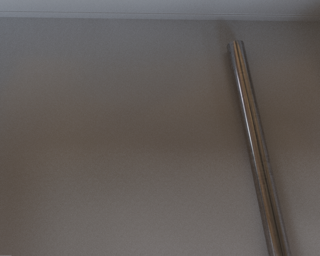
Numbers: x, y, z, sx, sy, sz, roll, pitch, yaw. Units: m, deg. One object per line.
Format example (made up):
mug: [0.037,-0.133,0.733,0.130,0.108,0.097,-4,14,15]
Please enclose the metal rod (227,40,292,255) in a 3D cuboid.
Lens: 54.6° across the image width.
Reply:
metal rod: [0.125,0.018,0.403,0.025,0.025,0.299,-5,70,-2]
